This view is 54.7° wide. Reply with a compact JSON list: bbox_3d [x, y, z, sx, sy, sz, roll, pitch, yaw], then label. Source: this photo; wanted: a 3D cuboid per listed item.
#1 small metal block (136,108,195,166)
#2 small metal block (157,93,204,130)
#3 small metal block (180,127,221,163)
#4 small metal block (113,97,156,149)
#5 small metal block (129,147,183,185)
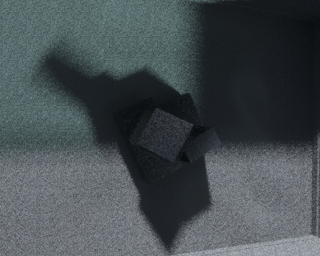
[{"bbox_3d":[0.008,0.011,0.373,0.050,0.025,0.050,25,79,16],"label":"small metal block"},{"bbox_3d":[0.024,-0.014,0.419,0.050,0.025,0.050,-26,99,-18],"label":"small metal block"},{"bbox_3d":[0.044,0.021,0.413,0.050,0.050,0.025,-30,100,-19],"label":"small metal block"},{"bbox_3d":[-0.026,-0.006,0.400,0.050,0.025,0.050,-26,99,-18],"label":"small metal block"},{"bbox_3d":[-0.006,0.039,0.408,0.050,0.025,0.050,-26,99,-18],"label":"small metal block"}]
